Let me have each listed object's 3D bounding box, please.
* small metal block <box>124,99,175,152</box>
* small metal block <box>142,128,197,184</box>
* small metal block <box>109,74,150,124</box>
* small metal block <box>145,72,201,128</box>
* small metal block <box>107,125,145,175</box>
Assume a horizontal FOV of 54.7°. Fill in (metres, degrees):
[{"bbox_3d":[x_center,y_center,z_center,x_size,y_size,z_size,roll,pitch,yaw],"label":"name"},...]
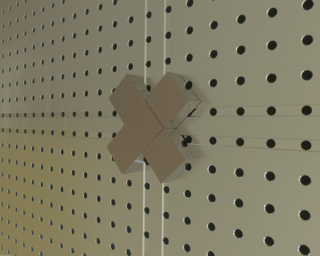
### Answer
[{"bbox_3d":[-0.015,-0.003,0.418,0.050,0.025,0.050,-48,62,29],"label":"small metal block"},{"bbox_3d":[0.011,0.035,0.398,0.050,0.025,0.050,-48,62,29],"label":"small metal block"},{"bbox_3d":[-0.040,-0.040,0.440,0.050,0.025,0.050,-48,62,29],"label":"small metal block"},{"bbox_3d":[0.015,-0.035,0.394,0.050,0.025,0.050,-48,62,29],"label":"small metal block"},{"bbox_3d":[-0.043,0.030,0.443,0.050,0.025,0.050,-48,62,29],"label":"small metal block"}]
